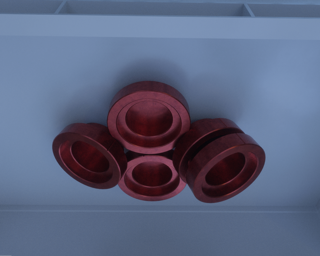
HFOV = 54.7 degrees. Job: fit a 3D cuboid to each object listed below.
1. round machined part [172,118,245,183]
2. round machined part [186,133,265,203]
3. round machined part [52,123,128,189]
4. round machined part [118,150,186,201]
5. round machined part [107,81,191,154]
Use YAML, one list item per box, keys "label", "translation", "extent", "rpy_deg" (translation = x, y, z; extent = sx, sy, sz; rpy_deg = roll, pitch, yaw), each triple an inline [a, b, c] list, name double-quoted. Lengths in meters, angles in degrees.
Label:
- label: "round machined part"
  translation: [0.061, 0.026, 0.405]
  extent: [0.099, 0.042, 0.097]
  rpy_deg: [-15, 132, -17]
- label: "round machined part"
  translation: [0.076, 0.044, 0.383]
  extent: [0.099, 0.042, 0.097]
  rpy_deg: [-15, 132, -17]
- label: "round machined part"
  translation: [-0.087, 0.032, 0.408]
  extent: [0.098, 0.042, 0.097]
  rpy_deg: [13, 132, 16]
- label: "round machined part"
  translation: [-0.011, 0.059, 0.445]
  extent: [0.099, 0.042, 0.097]
  rpy_deg: [0, 130, 0]
- label: "round machined part"
  translation: [-0.013, -0.017, 0.380]
  extent: [0.099, 0.042, 0.097]
  rpy_deg: [0, 130, 0]
